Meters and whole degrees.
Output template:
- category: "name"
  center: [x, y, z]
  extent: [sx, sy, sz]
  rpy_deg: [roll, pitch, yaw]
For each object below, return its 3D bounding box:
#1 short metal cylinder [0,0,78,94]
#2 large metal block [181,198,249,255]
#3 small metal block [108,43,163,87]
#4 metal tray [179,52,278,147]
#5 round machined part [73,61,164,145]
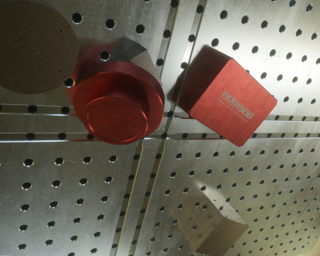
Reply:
- category: "short metal cylinder"
  center: [-0.120, -0.077, 0.281]
  extent: [0.081, 0.050, 0.079]
  rpy_deg: [-14, 124, -21]
- category: "large metal block"
  center: [0.100, 0.183, 0.562]
  extent: [0.080, 0.050, 0.080]
  rpy_deg: [30, 102, -38]
- category: "small metal block"
  center: [-0.031, -0.060, 0.357]
  extent: [0.050, 0.025, 0.050]
  rpy_deg: [-32, 129, -7]
- category: "metal tray"
  center: [0.100, -0.035, 0.440]
  extent: [0.131, 0.030, 0.090]
  rpy_deg: [29, 102, -38]
- category: "round machined part"
  center: [-0.045, -0.019, 0.335]
  extent: [0.099, 0.042, 0.097]
  rpy_deg: [3, 134, 3]
